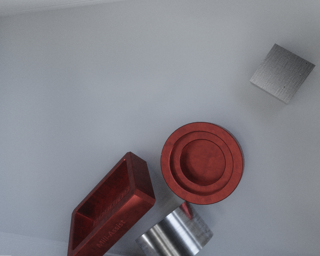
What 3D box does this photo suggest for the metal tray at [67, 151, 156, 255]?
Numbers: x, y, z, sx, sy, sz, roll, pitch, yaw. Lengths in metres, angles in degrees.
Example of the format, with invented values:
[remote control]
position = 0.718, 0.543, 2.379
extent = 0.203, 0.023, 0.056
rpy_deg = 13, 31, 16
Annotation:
[metal tray]
position = -0.065, 0.103, 0.398
extent = 0.030, 0.090, 0.130
rpy_deg = 37, 105, -25

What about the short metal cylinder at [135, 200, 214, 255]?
[short metal cylinder]
position = 0.017, 0.131, 0.375
extent = 0.080, 0.080, 0.050
rpy_deg = -41, 77, 15

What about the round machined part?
[round machined part]
position = 0.054, 0.041, 0.382
extent = 0.098, 0.042, 0.097
rpy_deg = 0, 90, 19

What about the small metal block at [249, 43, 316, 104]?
[small metal block]
position = 0.141, -0.062, 0.361
extent = 0.050, 0.025, 0.050
rpy_deg = 36, 101, 16
